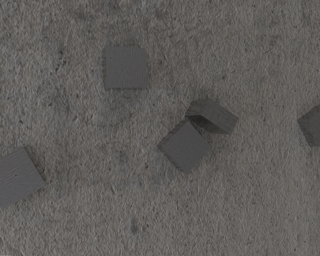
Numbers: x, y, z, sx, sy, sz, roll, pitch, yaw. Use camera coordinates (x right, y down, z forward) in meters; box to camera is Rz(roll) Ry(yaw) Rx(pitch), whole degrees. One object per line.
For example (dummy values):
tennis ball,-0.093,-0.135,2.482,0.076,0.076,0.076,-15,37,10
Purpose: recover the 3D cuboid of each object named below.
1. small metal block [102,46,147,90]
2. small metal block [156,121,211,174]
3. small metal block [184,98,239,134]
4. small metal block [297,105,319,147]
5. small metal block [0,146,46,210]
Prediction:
small metal block,-0.045,-0.075,0.392,0.050,0.025,0.050,-3,91,-20
small metal block,0.032,0.025,0.421,0.050,0.025,0.050,-46,105,-14
small metal block,0.069,-0.015,0.421,0.050,0.050,0.025,31,80,-18
small metal block,0.260,-0.004,0.505,0.050,0.025,0.050,-33,101,-17
small metal block,-0.164,0.054,0.348,0.050,0.025,0.050,-30,100,-18
